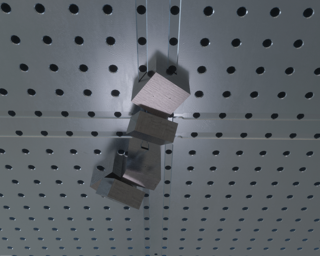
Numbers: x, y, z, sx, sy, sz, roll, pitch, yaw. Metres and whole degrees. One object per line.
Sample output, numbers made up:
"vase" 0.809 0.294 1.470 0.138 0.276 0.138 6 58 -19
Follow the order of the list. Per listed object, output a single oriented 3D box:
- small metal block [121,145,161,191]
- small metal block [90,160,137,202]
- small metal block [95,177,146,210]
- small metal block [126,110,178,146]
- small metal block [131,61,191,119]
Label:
"small metal block" -0.027 0.056 0.442 0.050 0.050 0.025 18 128 -15
"small metal block" -0.071 0.082 0.481 0.050 0.025 0.050 -34 123 25
"small metal block" -0.057 0.092 0.440 0.050 0.025 0.050 29 161 -23
"small metal block" -0.011 0.002 0.395 0.050 0.025 0.050 18 168 -15
"small metal block" 0.001 -0.043 0.375 0.050 0.025 0.050 30 124 -23
